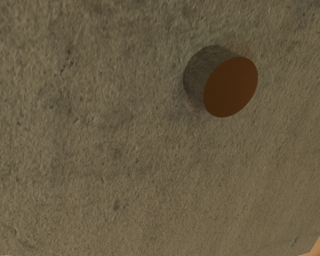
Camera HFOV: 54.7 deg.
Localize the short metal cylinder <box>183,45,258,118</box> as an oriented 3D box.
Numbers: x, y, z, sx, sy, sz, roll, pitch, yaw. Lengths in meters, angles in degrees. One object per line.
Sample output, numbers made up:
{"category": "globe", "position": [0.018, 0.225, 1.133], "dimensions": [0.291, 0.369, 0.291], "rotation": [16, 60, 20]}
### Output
{"category": "short metal cylinder", "position": [0.077, -0.060, 0.397], "dimensions": [0.081, 0.050, 0.079], "rotation": [-14, 125, -21]}
